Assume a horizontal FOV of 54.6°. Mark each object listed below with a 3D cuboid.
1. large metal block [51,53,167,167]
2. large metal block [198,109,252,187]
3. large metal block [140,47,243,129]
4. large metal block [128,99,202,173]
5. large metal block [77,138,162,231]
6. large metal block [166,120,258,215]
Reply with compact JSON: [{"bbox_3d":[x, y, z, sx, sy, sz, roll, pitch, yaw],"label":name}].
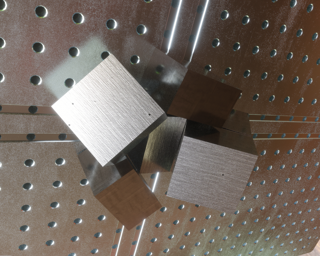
[{"bbox_3d":[-0.050,-0.017,0.329,0.080,0.080,0.050,-42,174,0],"label":"large metal block"},{"bbox_3d":[0.085,0.022,0.424,0.050,0.080,0.079,17,114,6],"label":"large metal block"},{"bbox_3d":[0.033,-0.047,0.364,0.081,0.080,0.050,14,111,-34],"label":"large metal block"},{"bbox_3d":[0.009,0.010,0.405,0.081,0.050,0.079,1,118,-29],"label":"large metal block"},{"bbox_3d":[-0.051,0.066,0.386,0.050,0.080,0.080,-35,130,-6],"label":"large metal block"},{"bbox_3d":[0.059,0.044,0.364,0.080,0.050,0.079,15,114,2],"label":"large metal block"}]
